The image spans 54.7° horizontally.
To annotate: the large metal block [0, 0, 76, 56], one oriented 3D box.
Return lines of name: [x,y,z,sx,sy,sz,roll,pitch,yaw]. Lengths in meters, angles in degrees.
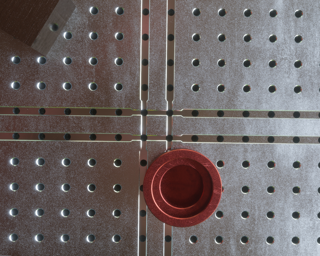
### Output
large metal block: [-0.170,-0.153,0.399,0.080,0.050,0.080,31,90,0]

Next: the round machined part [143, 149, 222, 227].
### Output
round machined part: [0.028,0.075,0.405,0.099,0.042,0.097,0,90,0]
